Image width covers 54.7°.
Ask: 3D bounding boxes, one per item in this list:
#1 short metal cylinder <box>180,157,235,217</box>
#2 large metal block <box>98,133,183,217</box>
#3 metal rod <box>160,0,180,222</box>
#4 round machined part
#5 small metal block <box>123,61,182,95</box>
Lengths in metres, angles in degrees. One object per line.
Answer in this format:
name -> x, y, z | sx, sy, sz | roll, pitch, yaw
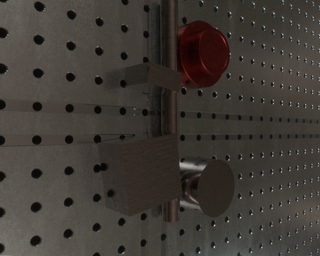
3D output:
short metal cylinder -> 0.063, 0.083, 0.448 | 0.081, 0.050, 0.079 | 0, 90, -40
large metal block -> -0.023, 0.051, 0.376 | 0.081, 0.050, 0.079 | -10, 97, -40
metal rod -> 0.013, -0.024, 0.422 | 0.025, 0.025, 0.298 | -1, 91, -40
round machined part -> 0.065, -0.109, 0.455 | 0.099, 0.042, 0.097 | 0, 90, -40
small metal block -> -0.010, -0.060, 0.387 | 0.050, 0.050, 0.025 | 11, 83, -40
